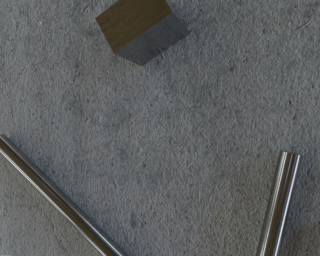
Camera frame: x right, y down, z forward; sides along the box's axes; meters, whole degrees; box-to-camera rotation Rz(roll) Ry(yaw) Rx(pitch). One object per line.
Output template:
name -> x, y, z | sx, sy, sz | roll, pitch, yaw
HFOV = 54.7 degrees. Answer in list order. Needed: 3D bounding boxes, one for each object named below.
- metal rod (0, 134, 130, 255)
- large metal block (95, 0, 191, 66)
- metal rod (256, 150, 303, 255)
metal rod -> -0.145, 0.110, 0.458 | 0.300, 0.025, 0.025 | 39, 102, 15
large metal block -> -0.018, -0.127, 0.385 | 0.080, 0.080, 0.050 | -31, 80, 17
metal rod -> 0.121, 0.174, 0.365 | 0.025, 0.025, 0.298 | 13, 94, 19
